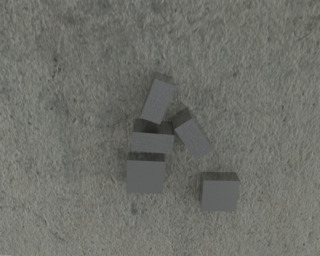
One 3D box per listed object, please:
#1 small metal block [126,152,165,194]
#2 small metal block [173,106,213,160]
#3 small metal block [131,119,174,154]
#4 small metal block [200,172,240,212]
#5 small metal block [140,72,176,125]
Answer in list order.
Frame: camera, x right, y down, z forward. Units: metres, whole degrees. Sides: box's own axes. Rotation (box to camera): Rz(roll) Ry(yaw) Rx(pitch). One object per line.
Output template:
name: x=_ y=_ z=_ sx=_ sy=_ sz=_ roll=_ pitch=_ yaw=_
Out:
small metal block: x=-0.020 y=0.063 z=0.433 sx=0.050 sy=0.025 sz=0.050 roll=3 pitch=110 yaw=-2
small metal block: x=0.041 y=0.006 z=0.399 sx=0.025 sy=0.050 sz=0.050 roll=-32 pitch=107 yaw=11
small metal block: x=-0.009 y=0.010 z=0.400 sx=0.050 sy=0.050 sz=0.025 roll=5 pitch=110 yaw=-2
small metal block: x=0.084 y=0.091 z=0.445 sx=0.050 sy=0.025 sz=0.050 roll=1 pitch=110 yaw=-1
small metal block: x=-0.003 y=-0.038 z=0.382 sx=0.025 sy=0.050 sz=0.050 roll=20 pitch=109 yaw=-7
